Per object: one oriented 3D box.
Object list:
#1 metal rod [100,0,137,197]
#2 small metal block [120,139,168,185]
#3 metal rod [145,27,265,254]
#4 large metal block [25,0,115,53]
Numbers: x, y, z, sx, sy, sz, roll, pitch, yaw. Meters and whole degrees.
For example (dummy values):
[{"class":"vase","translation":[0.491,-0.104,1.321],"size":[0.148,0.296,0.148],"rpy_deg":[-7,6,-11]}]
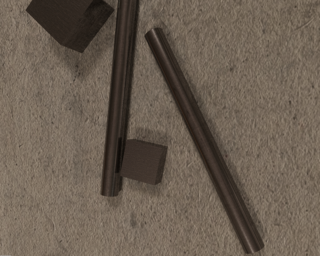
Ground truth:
[{"class":"metal rod","translation":[-0.056,-0.056,0.427],"size":[0.025,0.025,0.298],"rpy_deg":[6,92,19]},{"class":"small metal block","translation":[-0.021,0.044,0.416],"size":[0.050,0.025,0.050],"rpy_deg":[12,94,19]},{"class":"metal rod","translation":[0.052,0.009,0.390],"size":[0.025,0.025,0.299],"rpy_deg":[-27,81,18]},{"class":"large metal block","translation":[-0.127,-0.167,0.439],"size":[0.080,0.050,0.080],"rpy_deg":[44,103,14]}]
